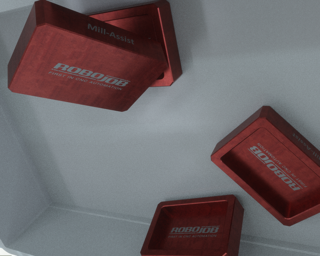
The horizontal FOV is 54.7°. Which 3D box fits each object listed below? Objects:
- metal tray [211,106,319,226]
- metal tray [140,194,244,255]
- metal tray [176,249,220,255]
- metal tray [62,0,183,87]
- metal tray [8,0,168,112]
[{"bbox_3d":[0.137,0.048,0.362,0.130,0.030,0.090,42,129,-1],"label":"metal tray"},{"bbox_3d":[0.044,0.142,0.427,0.130,0.090,0.030,-15,124,34],"label":"metal tray"},{"bbox_3d":[0.094,0.254,0.514,0.130,0.030,0.089,-2,118,29],"label":"metal tray"},{"bbox_3d":[-0.045,-0.094,0.369,0.130,0.030,0.089,1,119,27],"label":"metal tray"},{"bbox_3d":[-0.070,-0.061,0.308,0.090,0.131,0.030,-42,52,39],"label":"metal tray"}]
